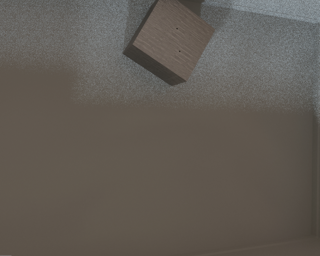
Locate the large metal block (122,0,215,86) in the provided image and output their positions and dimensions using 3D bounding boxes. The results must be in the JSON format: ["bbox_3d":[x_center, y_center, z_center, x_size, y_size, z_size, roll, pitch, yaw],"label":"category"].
[{"bbox_3d":[0.011,-0.112,0.402,0.080,0.050,0.080,31,80,-18],"label":"large metal block"}]
